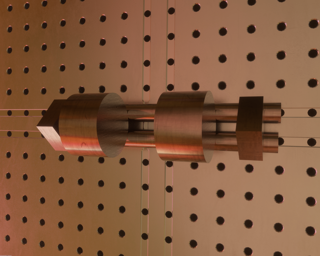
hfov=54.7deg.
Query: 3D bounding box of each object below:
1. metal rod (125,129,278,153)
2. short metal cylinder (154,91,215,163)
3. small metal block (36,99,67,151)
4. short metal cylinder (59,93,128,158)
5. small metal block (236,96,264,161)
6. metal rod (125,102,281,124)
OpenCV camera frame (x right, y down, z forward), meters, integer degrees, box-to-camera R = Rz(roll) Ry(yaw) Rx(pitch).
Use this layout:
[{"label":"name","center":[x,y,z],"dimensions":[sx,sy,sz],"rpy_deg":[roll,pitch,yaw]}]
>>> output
[{"label":"metal rod","center":[-0.003,0.015,0.414],"dimensions":[0.301,0.025,0.025],"rpy_deg":[1,91,19]},{"label":"short metal cylinder","center":[0.031,-0.002,0.349],"dimensions":[0.050,0.080,0.079],"rpy_deg":[1,90,20]},{"label":"small metal block","center":[-0.133,-0.004,0.422],"dimensions":[0.025,0.050,0.050],"rpy_deg":[1,48,20]},{"label":"short metal cylinder","center":[-0.080,-0.004,0.388],"dimensions":[0.050,0.080,0.079],"rpy_deg":[1,90,20]},{"label":"small metal block","center":[0.100,0.001,0.340],"dimensions":[0.025,0.050,0.050],"rpy_deg":[1,49,20]},{"label":"metal rod","center":[0.000,-0.020,0.413],"dimensions":[0.301,0.025,0.025],"rpy_deg":[1,91,19]}]
